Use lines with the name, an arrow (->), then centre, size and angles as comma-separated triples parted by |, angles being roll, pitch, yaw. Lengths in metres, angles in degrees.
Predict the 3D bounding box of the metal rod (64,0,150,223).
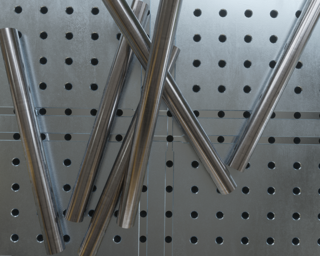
metal rod -> -0.070, -0.022, 0.412 | 0.025, 0.025, 0.299 | 17, 90, 0

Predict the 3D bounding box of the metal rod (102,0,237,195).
metal rod -> 0.013, -0.044, 0.391 | 0.025, 0.025, 0.299 | -32, 99, 0

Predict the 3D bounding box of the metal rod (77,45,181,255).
metal rod -> -0.041, 0.030, 0.413 | 0.025, 0.025, 0.299 | 22, 90, 0

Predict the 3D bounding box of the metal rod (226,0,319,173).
metal rod -> 0.166, -0.080, 0.414 | 0.025, 0.025, 0.299 | 26, 90, 0

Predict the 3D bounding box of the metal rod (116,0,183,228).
metal rod -> -0.015, -0.014, 0.375 | 0.025, 0.025, 0.298 | 12, 105, 0

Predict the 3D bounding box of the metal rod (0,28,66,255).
metal rod -> -0.170, 0.017, 0.412 | 0.025, 0.025, 0.299 | -13, 90, 0
